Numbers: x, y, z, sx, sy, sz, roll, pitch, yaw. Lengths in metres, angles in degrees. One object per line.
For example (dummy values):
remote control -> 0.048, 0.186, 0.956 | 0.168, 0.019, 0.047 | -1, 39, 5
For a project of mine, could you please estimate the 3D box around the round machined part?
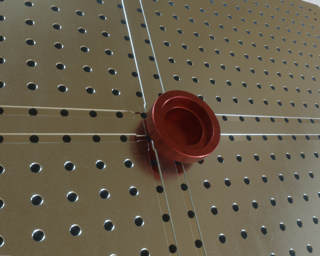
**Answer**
round machined part -> 0.027, 0.002, 0.410 | 0.099, 0.042, 0.098 | 13, 56, -21
